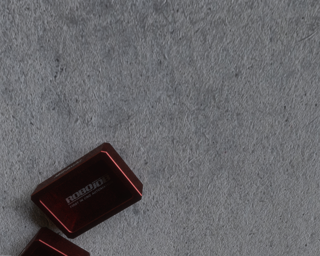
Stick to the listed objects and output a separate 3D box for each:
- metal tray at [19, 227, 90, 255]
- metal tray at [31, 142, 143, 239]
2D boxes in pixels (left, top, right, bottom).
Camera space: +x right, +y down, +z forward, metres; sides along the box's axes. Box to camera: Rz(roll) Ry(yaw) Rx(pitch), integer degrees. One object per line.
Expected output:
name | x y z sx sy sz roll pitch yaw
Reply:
metal tray | -0.185 0.228 0.489 0.090 0.030 0.130 37 106 -13
metal tray | -0.101 0.091 0.439 0.130 0.030 0.090 -32 107 11
